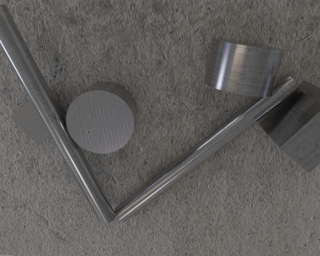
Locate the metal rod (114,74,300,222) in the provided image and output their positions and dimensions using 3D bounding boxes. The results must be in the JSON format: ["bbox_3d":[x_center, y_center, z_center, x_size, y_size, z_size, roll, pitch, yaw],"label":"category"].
[{"bbox_3d":[0.055,0.034,0.423,0.300,0.025,0.025,-39,106,13],"label":"metal rod"}]

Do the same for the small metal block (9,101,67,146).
[{"bbox_3d":[-0.154,-0.014,0.403,0.050,0.025,0.050,-36,106,12],"label":"small metal block"}]

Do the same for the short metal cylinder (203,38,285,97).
[{"bbox_3d":[0.094,-0.071,0.355,0.081,0.080,0.050,8,110,-3],"label":"short metal cylinder"}]

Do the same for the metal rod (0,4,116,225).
[{"bbox_3d":[-0.124,0.003,0.383,0.025,0.025,0.299,-18,115,6],"label":"metal rod"}]

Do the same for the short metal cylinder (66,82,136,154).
[{"bbox_3d":[-0.071,-0.014,0.390,0.081,0.050,0.079,0,110,0],"label":"short metal cylinder"}]

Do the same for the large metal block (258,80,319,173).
[{"bbox_3d":[0.180,-0.005,0.381,0.050,0.080,0.080,39,105,-13],"label":"large metal block"}]
